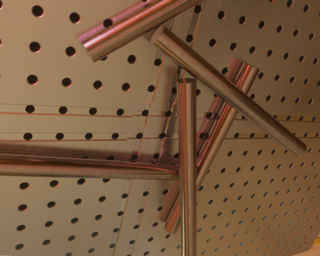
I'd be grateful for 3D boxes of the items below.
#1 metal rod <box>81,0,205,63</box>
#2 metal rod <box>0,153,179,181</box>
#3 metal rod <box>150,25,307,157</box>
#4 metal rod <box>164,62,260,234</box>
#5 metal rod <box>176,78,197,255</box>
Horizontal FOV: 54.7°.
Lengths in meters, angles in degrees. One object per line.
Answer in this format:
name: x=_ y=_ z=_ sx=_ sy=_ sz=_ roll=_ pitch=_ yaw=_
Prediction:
metal rod: x=0.051 y=-0.157 z=0.343 sx=0.301 sy=0.025 sz=0.025 roll=-32 pitch=129 yaw=-8
metal rod: x=-0.083 y=0.052 z=0.399 sx=0.302 sy=0.025 sz=0.025 roll=8 pitch=115 yaw=-32
metal rod: x=0.109 y=-0.035 z=0.419 sx=0.301 sy=0.025 sz=0.025 roll=32 pitch=101 yaw=-29
metal rod: x=0.072 y=0.043 z=0.479 sx=0.025 sy=0.025 sz=0.298 roll=9 pitch=114 yaw=-33
metal rod: x=0.040 y=0.076 z=0.449 sx=0.025 sy=0.025 sz=0.298 roll=-13 pitch=116 yaw=-22
